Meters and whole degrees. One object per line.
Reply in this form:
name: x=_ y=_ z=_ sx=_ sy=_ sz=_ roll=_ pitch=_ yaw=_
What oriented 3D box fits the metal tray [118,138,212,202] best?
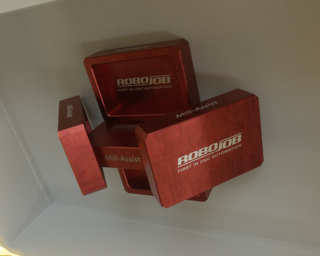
metal tray: x=0.002 y=0.053 z=0.433 sx=0.130 sy=0.030 sz=0.089 roll=0 pitch=119 yaw=27

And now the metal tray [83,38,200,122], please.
metal tray: x=-0.022 y=-0.054 z=0.381 sx=0.130 sy=0.030 sz=0.089 roll=-1 pitch=119 yaw=27

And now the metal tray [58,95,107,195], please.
metal tray: x=-0.105 y=0.017 z=0.414 sx=0.030 sy=0.130 sz=0.089 roll=-18 pitch=115 yaw=-9

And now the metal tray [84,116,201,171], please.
metal tray: x=-0.025 y=0.013 z=0.386 sx=0.130 sy=0.090 sz=0.030 roll=0 pitch=118 yaw=27

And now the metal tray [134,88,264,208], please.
metal tray: x=0.047 y=0.020 z=0.335 sx=0.030 sy=0.131 sz=0.089 roll=-139 pitch=32 yaw=-60
